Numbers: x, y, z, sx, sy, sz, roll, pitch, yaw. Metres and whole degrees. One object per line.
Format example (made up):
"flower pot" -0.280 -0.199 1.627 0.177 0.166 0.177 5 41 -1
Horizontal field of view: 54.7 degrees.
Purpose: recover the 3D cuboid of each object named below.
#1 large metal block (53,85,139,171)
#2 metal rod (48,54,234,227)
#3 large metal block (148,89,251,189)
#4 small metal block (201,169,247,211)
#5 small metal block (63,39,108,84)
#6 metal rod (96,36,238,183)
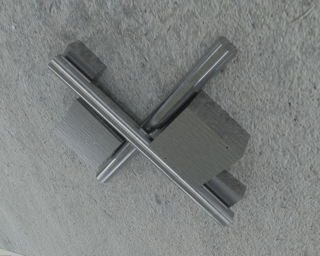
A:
"large metal block" -0.090 0.001 0.438 0.080 0.050 0.080 45 129 -3
"metal rod" -0.023 0.017 0.398 0.300 0.025 0.025 43 129 -2
"large metal block" 0.047 0.015 0.376 0.080 0.050 0.080 43 129 -2
"small metal block" 0.079 0.083 0.419 0.050 0.025 0.050 40 129 1
"small metal block" -0.106 -0.080 0.416 0.050 0.025 0.050 44 129 -3
"metal rod" -0.011 -0.003 0.413 0.025 0.025 0.298 43 129 -2
